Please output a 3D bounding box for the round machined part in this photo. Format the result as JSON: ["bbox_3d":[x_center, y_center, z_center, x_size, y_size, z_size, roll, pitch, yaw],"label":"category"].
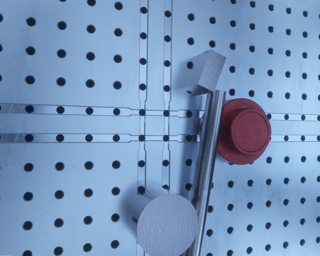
[{"bbox_3d":[0.121,0.005,0.450,0.099,0.042,0.097,0,90,-21],"label":"round machined part"}]

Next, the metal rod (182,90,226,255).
[{"bbox_3d":[0.055,0.097,0.423,0.025,0.025,0.298,8,91,-20],"label":"metal rod"}]

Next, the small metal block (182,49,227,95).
[{"bbox_3d":[0.059,-0.074,0.422,0.025,0.050,0.050,23,82,-19],"label":"small metal block"}]

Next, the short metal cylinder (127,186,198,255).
[{"bbox_3d":[0.002,0.120,0.401,0.081,0.050,0.079,0,90,-20],"label":"short metal cylinder"}]
